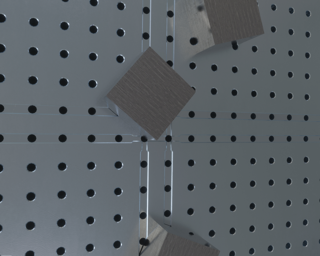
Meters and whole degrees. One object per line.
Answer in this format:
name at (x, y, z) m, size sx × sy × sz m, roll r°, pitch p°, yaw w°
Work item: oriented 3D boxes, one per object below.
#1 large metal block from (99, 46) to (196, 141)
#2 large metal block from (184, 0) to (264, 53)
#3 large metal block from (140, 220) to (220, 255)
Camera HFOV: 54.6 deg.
large metal block at (-0.016, -0.041, 0.393) m, size 0.080 × 0.050 × 0.080 m, roll 42°, pitch 77°, yaw -15°
large metal block at (0.088, -0.157, 0.431) m, size 0.081 × 0.050 × 0.080 m, roll -17°, pitch 96°, yaw -19°
large metal block at (0.019, 0.179, 0.407) m, size 0.080 × 0.050 × 0.080 m, roll 26°, pitch 82°, yaw -18°
